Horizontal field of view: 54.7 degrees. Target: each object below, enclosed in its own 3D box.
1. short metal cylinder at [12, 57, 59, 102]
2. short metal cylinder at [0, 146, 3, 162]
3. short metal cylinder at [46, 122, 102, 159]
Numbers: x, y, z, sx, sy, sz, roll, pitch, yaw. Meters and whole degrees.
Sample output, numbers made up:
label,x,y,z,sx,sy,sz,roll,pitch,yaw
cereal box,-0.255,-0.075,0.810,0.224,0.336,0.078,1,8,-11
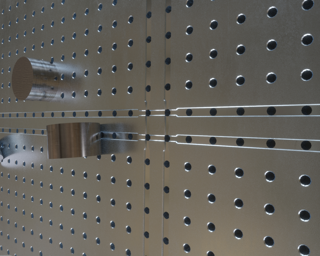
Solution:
label,x,y,z,sx,sy,sz,roll,pitch,yaw
short metal cylinder,-0.236,-0.090,0.584,0.080,0.050,0.079,0,90,39
short metal cylinder,-0.407,0.056,0.704,0.080,0.081,0.050,-40,66,32
short metal cylinder,-0.132,0.020,0.480,0.080,0.081,0.050,-6,86,39
